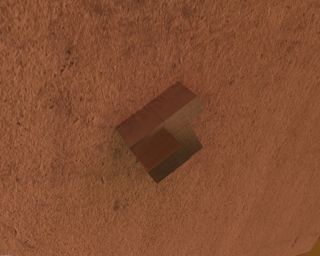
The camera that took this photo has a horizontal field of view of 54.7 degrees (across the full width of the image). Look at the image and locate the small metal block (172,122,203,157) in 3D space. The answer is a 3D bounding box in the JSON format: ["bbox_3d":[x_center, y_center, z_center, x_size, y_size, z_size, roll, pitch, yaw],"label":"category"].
[{"bbox_3d":[0.026,0.005,0.411,0.025,0.050,0.050,-37,130,-4],"label":"small metal block"}]

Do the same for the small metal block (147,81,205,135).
[{"bbox_3d":[0.019,-0.026,0.387,0.050,0.050,0.025,-37,130,-4],"label":"small metal block"}]

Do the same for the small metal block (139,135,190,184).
[{"bbox_3d":[0.000,0.032,0.381,0.050,0.050,0.025,-37,130,-4],"label":"small metal block"}]

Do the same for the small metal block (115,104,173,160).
[{"bbox_3d":[-0.021,0.004,0.384,0.050,0.050,0.025,-37,130,-4],"label":"small metal block"}]

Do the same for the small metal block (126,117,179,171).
[{"bbox_3d":[-0.009,0.022,0.418,0.050,0.025,0.050,-37,130,-4],"label":"small metal block"}]
